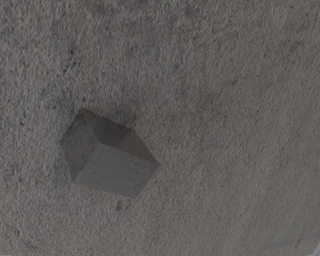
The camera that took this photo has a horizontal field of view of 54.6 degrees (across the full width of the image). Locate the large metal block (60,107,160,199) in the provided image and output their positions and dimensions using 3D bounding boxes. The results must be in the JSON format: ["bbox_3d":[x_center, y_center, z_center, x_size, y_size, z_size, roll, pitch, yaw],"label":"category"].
[{"bbox_3d":[-0.059,0.029,0.356,0.080,0.080,0.050,26,104,-37],"label":"large metal block"}]
